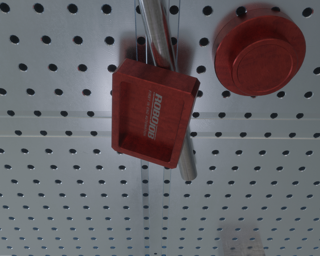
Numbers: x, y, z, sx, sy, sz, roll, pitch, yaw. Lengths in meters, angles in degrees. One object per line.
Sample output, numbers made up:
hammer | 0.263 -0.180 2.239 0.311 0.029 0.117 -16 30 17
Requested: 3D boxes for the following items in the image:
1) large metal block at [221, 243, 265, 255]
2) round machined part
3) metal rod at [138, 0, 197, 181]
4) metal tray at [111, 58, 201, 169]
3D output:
large metal block | 0.170 0.283 0.638 0.080 0.050 0.079 -2 130 1
round machined part | 0.109 -0.074 0.338 0.099 0.042 0.097 0 130 0
metal rod | 0.014 -0.040 0.377 0.025 0.025 0.298 -9 130 7
metal tray | -0.010 -0.012 0.373 0.090 0.030 0.129 17 136 7
